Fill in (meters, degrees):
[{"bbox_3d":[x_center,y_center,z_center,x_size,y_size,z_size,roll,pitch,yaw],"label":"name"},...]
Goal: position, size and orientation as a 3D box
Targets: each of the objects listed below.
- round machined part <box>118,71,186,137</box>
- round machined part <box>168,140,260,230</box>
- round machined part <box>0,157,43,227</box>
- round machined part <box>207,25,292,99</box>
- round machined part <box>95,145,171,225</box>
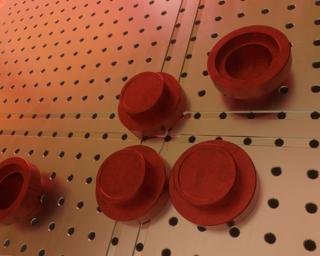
[{"bbox_3d":[-0.017,-0.040,0.432,0.098,0.042,0.098,-13,56,21],"label":"round machined part"},{"bbox_3d":[0.054,0.056,0.336,0.098,0.042,0.098,-13,56,21],"label":"round machined part"},{"bbox_3d":[-0.213,0.095,0.453,0.098,0.042,0.098,-13,56,21],"label":"round machined part"},{"bbox_3d":[0.112,-0.077,0.386,0.098,0.042,0.098,-13,56,21],"label":"round machined part"},{"bbox_3d":[-0.038,0.064,0.379,0.098,0.042,0.098,-13,56,21],"label":"round machined part"}]
